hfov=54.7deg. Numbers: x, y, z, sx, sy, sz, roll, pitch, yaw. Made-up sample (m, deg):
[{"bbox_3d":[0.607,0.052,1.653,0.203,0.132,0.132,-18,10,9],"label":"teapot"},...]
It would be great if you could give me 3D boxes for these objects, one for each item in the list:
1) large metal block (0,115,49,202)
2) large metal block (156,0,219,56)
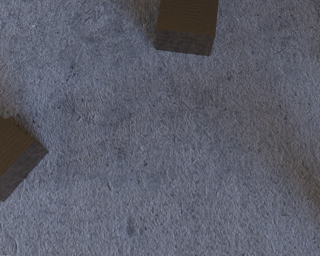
[{"bbox_3d":[-0.203,0.032,0.382,0.080,0.050,0.080,34,74,11],"label":"large metal block"},{"bbox_3d":[0.040,-0.157,0.452,0.080,0.050,0.080,8,70,3],"label":"large metal block"}]
